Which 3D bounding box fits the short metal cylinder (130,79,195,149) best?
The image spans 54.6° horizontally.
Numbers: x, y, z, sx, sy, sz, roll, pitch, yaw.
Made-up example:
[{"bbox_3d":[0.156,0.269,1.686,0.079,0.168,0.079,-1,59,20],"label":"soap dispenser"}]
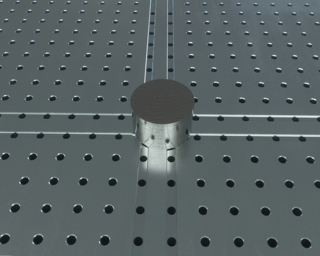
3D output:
[{"bbox_3d":[0.003,-0.019,0.407,0.080,0.050,0.080,0,50,0],"label":"short metal cylinder"}]
